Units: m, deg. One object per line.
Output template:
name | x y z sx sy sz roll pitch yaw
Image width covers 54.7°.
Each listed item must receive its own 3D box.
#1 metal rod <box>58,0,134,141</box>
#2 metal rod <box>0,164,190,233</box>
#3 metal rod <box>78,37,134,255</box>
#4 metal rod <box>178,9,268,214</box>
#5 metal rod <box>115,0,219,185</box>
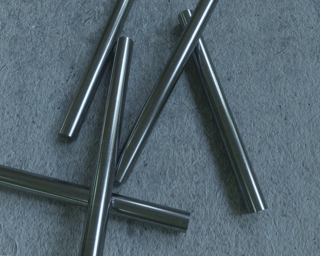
metal rod | -0.078 -0.123 0.452 0.025 0.025 0.299 16 71 5
metal rod | -0.113 0.078 0.378 0.302 0.025 0.025 13 71 4
metal rod | -0.062 0.008 0.386 0.025 0.025 0.299 4 63 1
metal rod | 0.078 -0.036 0.421 0.025 0.025 0.299 -14 71 -5
metal rod | 0.012 -0.066 0.414 0.025 0.025 0.299 25 78 9
